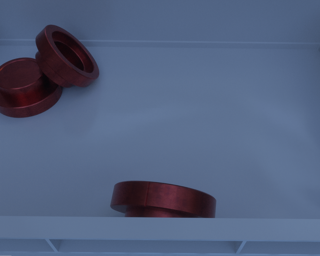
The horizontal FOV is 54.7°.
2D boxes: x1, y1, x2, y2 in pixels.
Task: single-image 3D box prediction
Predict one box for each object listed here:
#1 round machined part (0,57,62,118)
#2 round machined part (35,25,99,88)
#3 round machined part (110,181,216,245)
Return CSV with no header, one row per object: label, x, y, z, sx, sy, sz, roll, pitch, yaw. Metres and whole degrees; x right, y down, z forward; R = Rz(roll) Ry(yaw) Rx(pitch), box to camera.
round machined part,-0.195,-0.065,0.446,0.099,0.042,0.098,0,50,0
round machined part,-0.139,-0.098,0.451,0.042,0.098,0.098,-37,50,19
round machined part,0.002,0.083,0.291,0.099,0.098,0.042,7,68,5
